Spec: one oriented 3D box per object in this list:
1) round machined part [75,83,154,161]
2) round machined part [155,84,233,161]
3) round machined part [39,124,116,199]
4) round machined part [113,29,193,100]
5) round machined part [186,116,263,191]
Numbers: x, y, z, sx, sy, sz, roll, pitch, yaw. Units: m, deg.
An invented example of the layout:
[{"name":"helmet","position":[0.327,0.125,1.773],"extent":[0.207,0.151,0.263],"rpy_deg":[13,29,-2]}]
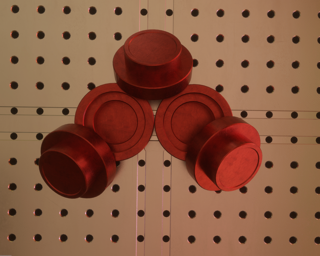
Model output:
[{"name":"round machined part","position":[-0.057,-0.007,0.403],"extent":[0.099,0.042,0.097],"rpy_deg":[0,90,-1]},{"name":"round machined part","position":[0.042,-0.006,0.405],"extent":[0.099,0.042,0.097],"rpy_deg":[0,90,-1]},{"name":"round machined part","position":[-0.107,0.047,0.380],"extent":[0.098,0.042,0.097],"rpy_deg":[10,119,20]},{"name":"round machined part","position":[-0.009,-0.084,0.379],"extent":[0.099,0.042,0.098],"rpy_deg":[1,52,0]},{"name":"round machined part","position":[0.085,0.038,0.379],"extent":[0.099,0.042,0.097],"rpy_deg":[-13,123,-22]}]
